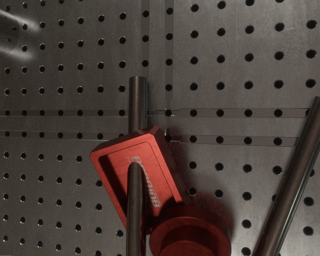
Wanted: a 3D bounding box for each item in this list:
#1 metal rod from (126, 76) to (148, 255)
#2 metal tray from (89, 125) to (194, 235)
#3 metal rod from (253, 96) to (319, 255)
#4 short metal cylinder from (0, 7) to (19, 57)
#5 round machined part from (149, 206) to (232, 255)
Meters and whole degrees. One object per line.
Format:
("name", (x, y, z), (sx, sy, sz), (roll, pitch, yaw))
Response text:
("metal rod", (-0.029, 0.080, 0.395), (0.025, 0.025, 0.298), (-4, 79, 19))
("metal tray", (-0.020, 0.071, 0.394), (0.090, 0.030, 0.129), (-19, 103, 18))
("metal rod", (0.140, 0.109, 0.363), (0.025, 0.025, 0.298), (21, 97, 18))
("short metal cylinder", (-0.276, -0.158, 0.494), (0.080, 0.050, 0.079), (0, 90, 19))
("round machined part", (0.035, 0.144, 0.370), (0.099, 0.042, 0.097), (4, 117, 8))
